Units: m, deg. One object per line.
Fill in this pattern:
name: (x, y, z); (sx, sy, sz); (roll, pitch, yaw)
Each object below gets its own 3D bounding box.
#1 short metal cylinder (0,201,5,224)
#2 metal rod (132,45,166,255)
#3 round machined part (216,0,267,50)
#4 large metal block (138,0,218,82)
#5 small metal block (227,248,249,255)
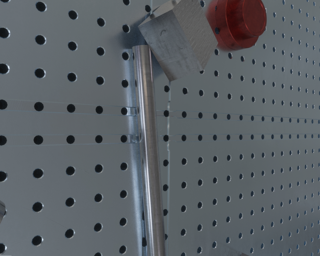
short metal cylinder: (-0.168, 0.074, 0.233); (0.050, 0.080, 0.080); (52, 60, -28)
metal rod: (-0.012, 0.047, 0.399); (0.025, 0.025, 0.298); (-7, 95, -40)
round machined part: (0.141, -0.183, 0.517); (0.099, 0.042, 0.097); (0, 90, -40)
large metal block: (0.027, -0.120, 0.401); (0.080, 0.050, 0.080); (57, 39, -24)
small metal block: (0.134, 0.237, 0.523); (0.050, 0.025, 0.050); (35, 68, -35)
